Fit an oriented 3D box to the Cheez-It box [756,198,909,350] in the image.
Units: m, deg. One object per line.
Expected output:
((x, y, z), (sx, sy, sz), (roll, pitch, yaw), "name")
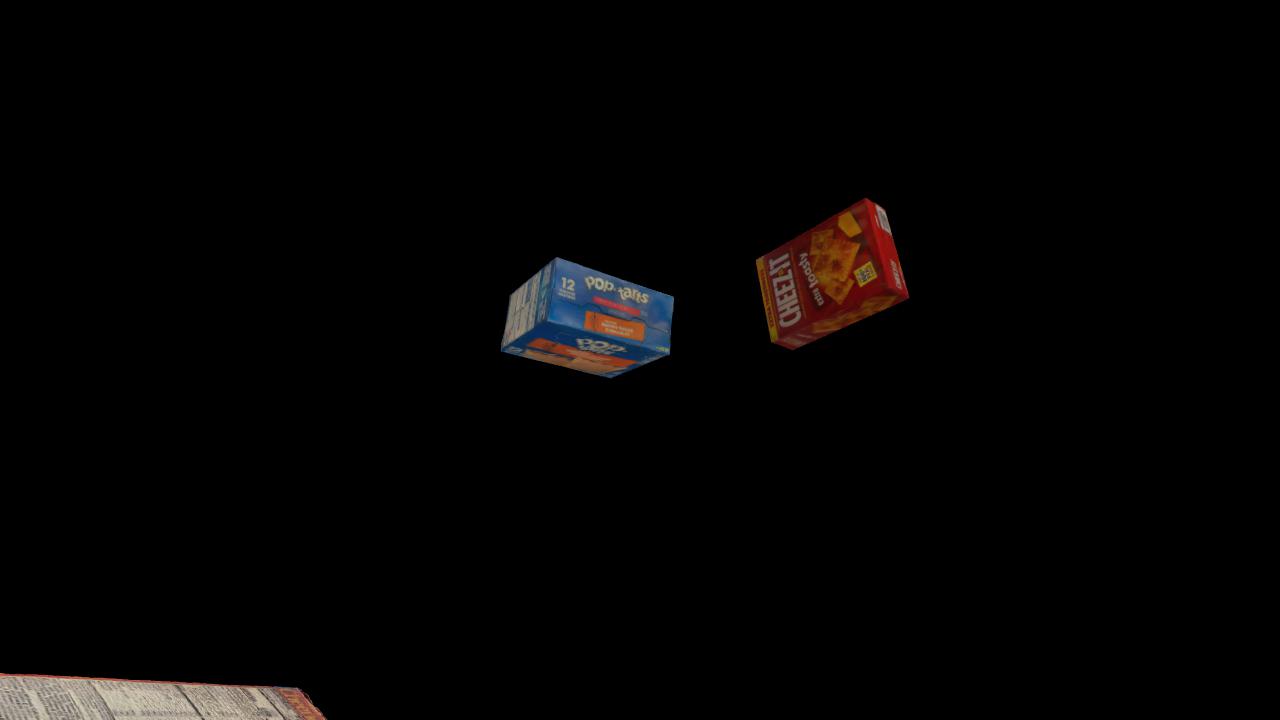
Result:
((0.304, -0.135, 1.005), (0.071, 0.166, 0.223), (15, -29, -38), "Cheez-It box")

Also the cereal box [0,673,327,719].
((-0.368, 0.306, 0.369), (0.081, 0.203, 0.306), (20, -19, 30), "cereal box")

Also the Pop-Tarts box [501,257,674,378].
((-0.066, -0.044, 0.770), (0.167, 0.083, 0.141), (15, -22, -31), "Pop-Tarts box")
